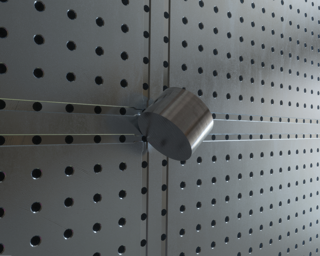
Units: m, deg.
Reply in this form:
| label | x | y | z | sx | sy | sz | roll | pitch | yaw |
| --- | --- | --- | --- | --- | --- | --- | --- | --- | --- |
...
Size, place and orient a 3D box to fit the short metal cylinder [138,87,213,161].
| label | x | y | z | sx | sy | sz | roll | pitch | yaw |
| --- | --- | --- | --- | --- | --- | --- | --- | --- | --- |
| short metal cylinder | 0.019 | -0.005 | 0.391 | 0.050 | 0.080 | 0.080 | -48 | 119 | -29 |
